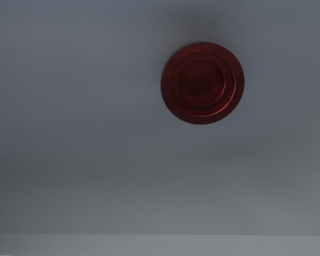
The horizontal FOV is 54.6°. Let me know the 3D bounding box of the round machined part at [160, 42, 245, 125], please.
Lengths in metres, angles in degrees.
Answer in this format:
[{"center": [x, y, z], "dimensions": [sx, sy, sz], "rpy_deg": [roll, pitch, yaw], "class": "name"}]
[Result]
[{"center": [0.050, -0.056, 0.382], "dimensions": [0.099, 0.042, 0.097], "rpy_deg": [0, 110, 0], "class": "round machined part"}]
